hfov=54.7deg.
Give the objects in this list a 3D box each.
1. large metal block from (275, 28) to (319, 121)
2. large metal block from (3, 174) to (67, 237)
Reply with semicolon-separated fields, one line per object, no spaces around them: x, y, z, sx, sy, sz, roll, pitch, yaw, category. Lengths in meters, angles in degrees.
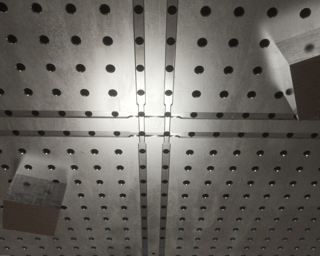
0.182;-0.063;0.344;0.080;0.050;0.080;-18;128;14;large metal block
-0.202;0.126;0.500;0.081;0.050;0.079;14;129;-12;large metal block
